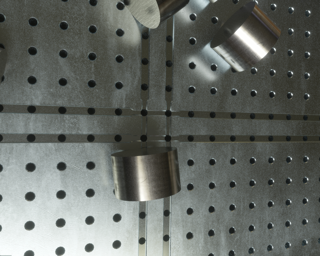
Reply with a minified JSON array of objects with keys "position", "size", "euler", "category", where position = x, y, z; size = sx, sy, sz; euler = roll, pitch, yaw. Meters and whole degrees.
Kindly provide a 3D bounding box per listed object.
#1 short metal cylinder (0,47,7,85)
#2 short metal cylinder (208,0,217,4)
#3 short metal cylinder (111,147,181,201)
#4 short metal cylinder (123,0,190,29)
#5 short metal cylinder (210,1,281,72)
[{"position":[-0.195,-0.051,0.311],"size":[0.050,0.080,0.080],"euler":[19,84,-19],"category":"short metal cylinder"},{"position":[0.081,-0.215,0.413],"size":[0.050,0.080,0.080],"euler":[42,77,-15],"category":"short metal cylinder"},{"position":[-0.017,0.053,0.377],"size":[0.081,0.080,0.050],"euler":[-7,93,-20],"category":"short metal cylinder"},{"position":[-0.009,-0.171,0.380],"size":[0.050,0.080,0.080],"euler":[-41,103,-15],"category":"short metal cylinder"},{"position":[0.116,-0.125,0.426],"size":[0.050,0.080,0.080],"euler":[38,78,-16],"category":"short metal cylinder"}]
